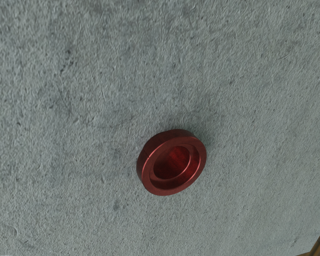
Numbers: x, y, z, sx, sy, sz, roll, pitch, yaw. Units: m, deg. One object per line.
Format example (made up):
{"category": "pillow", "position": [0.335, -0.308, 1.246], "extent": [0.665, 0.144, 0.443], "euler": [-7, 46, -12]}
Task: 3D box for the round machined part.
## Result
{"category": "round machined part", "position": [0.012, 0.043, 0.432], "extent": [0.099, 0.042, 0.097], "euler": [-14, 125, -21]}
